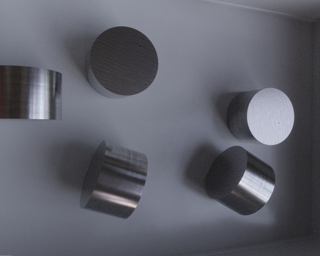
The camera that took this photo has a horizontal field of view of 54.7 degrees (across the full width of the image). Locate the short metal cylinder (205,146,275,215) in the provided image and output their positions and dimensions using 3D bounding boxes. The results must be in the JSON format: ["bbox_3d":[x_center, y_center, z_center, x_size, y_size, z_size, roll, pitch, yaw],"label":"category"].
[{"bbox_3d":[0.108,0.071,0.423,0.050,0.080,0.080,32,79,-18],"label":"short metal cylinder"}]

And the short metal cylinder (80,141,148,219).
[{"bbox_3d":[-0.055,0.060,0.362,0.050,0.080,0.080,21,83,-19],"label":"short metal cylinder"}]

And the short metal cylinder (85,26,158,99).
[{"bbox_3d":[-0.049,-0.077,0.380,0.081,0.050,0.079,0,90,-21],"label":"short metal cylinder"}]

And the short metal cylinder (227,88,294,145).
[{"bbox_3d":[0.146,-0.016,0.453,0.081,0.050,0.079,0,90,-21],"label":"short metal cylinder"}]

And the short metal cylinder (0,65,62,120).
[{"bbox_3d":[-0.146,-0.034,0.328,0.081,0.080,0.050,0,90,-20],"label":"short metal cylinder"}]
